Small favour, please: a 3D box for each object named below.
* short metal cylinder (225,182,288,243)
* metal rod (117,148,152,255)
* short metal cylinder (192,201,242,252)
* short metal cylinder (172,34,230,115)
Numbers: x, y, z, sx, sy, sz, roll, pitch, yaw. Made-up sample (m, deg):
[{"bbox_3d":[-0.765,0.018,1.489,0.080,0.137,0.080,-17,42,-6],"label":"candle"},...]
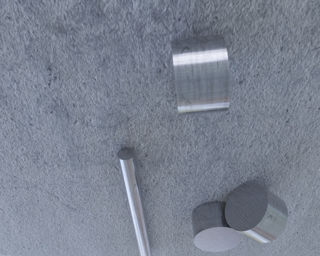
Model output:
[{"bbox_3d":[0.149,0.131,0.484,0.050,0.080,0.080,34,122,-26],"label":"short metal cylinder"},{"bbox_3d":[-0.038,0.150,0.533,0.025,0.025,0.298,-3,130,2],"label":"metal rod"},{"bbox_3d":[0.097,0.172,0.538,0.081,0.050,0.079,0,130,0],"label":"short metal cylinder"},{"bbox_3d":[0.041,-0.055,0.325,0.050,0.080,0.080,-5,130,4],"label":"short metal cylinder"}]
